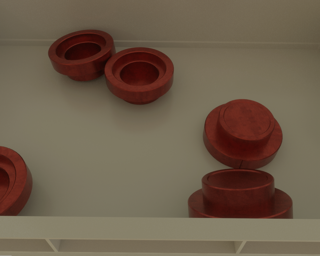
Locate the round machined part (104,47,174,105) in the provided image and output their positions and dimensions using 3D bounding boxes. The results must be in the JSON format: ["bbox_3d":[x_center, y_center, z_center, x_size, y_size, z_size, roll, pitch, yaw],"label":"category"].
[{"bbox_3d":[-0.030,-0.072,0.454,0.099,0.042,0.098,1,50,0],"label":"round machined part"}]

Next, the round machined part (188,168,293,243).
[{"bbox_3d":[0.076,0.068,0.303,0.099,0.042,0.098,-5,7,1],"label":"round machined part"}]

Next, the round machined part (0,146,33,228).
[{"bbox_3d":[-0.188,0.070,0.333,0.099,0.042,0.098,0,50,0],"label":"round machined part"}]

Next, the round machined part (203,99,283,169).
[{"bbox_3d":[0.106,0.001,0.395,0.099,0.042,0.098,0,50,0],"label":"round machined part"}]

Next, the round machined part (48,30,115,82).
[{"bbox_3d":[-0.117,-0.109,0.479,0.099,0.042,0.098,-4,46,4],"label":"round machined part"}]
